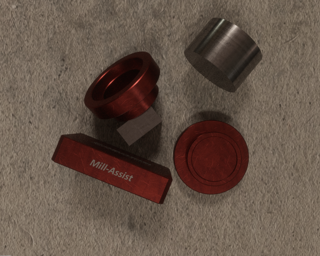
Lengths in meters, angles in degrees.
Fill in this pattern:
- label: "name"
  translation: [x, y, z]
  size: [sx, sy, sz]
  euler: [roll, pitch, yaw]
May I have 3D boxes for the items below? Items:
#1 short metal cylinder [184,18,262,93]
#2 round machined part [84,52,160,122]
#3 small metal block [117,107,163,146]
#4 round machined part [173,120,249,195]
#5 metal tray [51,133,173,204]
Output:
- label: "short metal cylinder"
  translation: [0.077, -0.089, 0.383]
  size: [0.080, 0.080, 0.050]
  euler: [39, 90, -1]
- label: "round machined part"
  translation: [-0.041, -0.046, 0.381]
  size: [0.098, 0.098, 0.042]
  euler: [-39, 123, 0]
- label: "small metal block"
  translation: [-0.025, -0.004, 0.397]
  size: [0.050, 0.050, 0.025]
  euler: [-37, 91, 0]
- label: "round machined part"
  translation: [0.067, 0.038, 0.402]
  size: [0.099, 0.042, 0.097]
  euler: [0, 90, -1]
- label: "metal tray"
  translation: [-0.052, 0.045, 0.376]
  size: [0.131, 0.090, 0.030]
  euler: [22, 90, -1]
